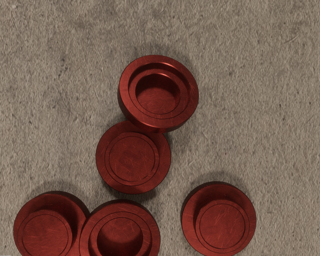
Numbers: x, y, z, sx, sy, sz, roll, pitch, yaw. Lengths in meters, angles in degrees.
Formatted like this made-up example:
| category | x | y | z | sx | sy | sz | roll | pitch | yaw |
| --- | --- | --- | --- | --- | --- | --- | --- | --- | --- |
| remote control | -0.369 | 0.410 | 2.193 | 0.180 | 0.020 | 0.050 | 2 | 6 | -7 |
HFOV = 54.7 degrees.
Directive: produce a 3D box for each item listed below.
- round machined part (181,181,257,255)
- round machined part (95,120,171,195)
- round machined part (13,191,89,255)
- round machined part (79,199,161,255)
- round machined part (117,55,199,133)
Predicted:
| category | x | y | z | sx | sy | sz | roll | pitch | yaw |
| --- | --- | --- | --- | --- | --- | --- | --- | --- | --- |
| round machined part | 0.077 | 0.122 | 0.403 | 0.099 | 0.042 | 0.097 | 0 | 90 | -1 |
| round machined part | -0.035 | 0.038 | 0.401 | 0.099 | 0.042 | 0.097 | 0 | 90 | -1 |
| round machined part | -0.141 | 0.134 | 0.400 | 0.099 | 0.042 | 0.097 | 0 | 90 | -1 |
| round machined part | -0.051 | 0.139 | 0.395 | 0.099 | 0.042 | 0.097 | 0 | 90 | -11 |
| round machined part | -0.005 | -0.039 | 0.390 | 0.099 | 0.042 | 0.098 | 5 | 69 | -12 |
